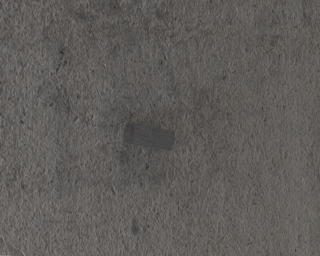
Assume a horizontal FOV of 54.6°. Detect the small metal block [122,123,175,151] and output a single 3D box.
[{"bbox_3d":[-0.015,0.011,0.390,0.050,0.050,0.025,11,86,-20],"label":"small metal block"}]
